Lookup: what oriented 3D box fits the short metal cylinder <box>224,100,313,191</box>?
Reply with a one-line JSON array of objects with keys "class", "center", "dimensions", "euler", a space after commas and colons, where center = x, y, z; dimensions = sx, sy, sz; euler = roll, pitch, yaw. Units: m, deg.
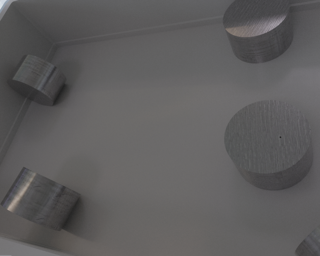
[{"class": "short metal cylinder", "center": [0.112, 0.018, 0.319], "dimensions": [0.080, 0.050, 0.080], "euler": [-13, 56, 21]}]

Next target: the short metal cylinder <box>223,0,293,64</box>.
[{"class": "short metal cylinder", "center": [0.128, -0.132, 0.403], "dimensions": [0.080, 0.050, 0.080], "euler": [-13, 56, 21]}]

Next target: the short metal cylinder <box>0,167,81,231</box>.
[{"class": "short metal cylinder", "center": [-0.150, 0.090, 0.394], "dimensions": [0.080, 0.080, 0.050], "euler": [14, 69, 34]}]

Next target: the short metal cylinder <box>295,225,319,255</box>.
[{"class": "short metal cylinder", "center": [0.152, 0.093, 0.233], "dimensions": [0.080, 0.080, 0.050], "euler": [-38, 51, 2]}]

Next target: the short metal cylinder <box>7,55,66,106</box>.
[{"class": "short metal cylinder", "center": [-0.209, -0.080, 0.530], "dimensions": [0.080, 0.080, 0.050], "euler": [9, 67, 32]}]
